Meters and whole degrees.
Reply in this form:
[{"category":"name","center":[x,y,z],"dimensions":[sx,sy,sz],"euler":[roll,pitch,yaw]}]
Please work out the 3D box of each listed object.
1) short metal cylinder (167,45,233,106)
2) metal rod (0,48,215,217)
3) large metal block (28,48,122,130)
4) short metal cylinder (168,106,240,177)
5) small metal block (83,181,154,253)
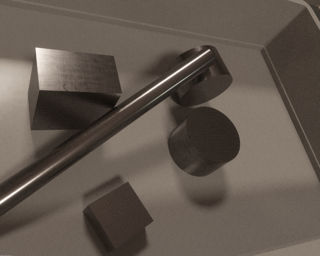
[{"category":"short metal cylinder","center":[0.057,-0.074,0.448],"dimensions":[0.081,0.080,0.050],"euler":[-10,67,-33]},{"category":"metal rod","center":[-0.048,-0.009,0.338],"dimensions":[0.302,0.025,0.025],"euler":[-37,83,-24]},{"category":"large metal block","center":[-0.097,-0.038,0.342],"dimensions":[0.081,0.080,0.050],"euler":[-1,62,-29]},{"category":"short metal cylinder","center":[0.058,0.018,0.411],"dimensions":[0.081,0.050,0.080],"euler":[14,56,-21]},{"category":"small metal block","center":[-0.044,0.093,0.326],"dimensions":[0.050,0.025,0.050],"euler":[-27,77,-37]}]
